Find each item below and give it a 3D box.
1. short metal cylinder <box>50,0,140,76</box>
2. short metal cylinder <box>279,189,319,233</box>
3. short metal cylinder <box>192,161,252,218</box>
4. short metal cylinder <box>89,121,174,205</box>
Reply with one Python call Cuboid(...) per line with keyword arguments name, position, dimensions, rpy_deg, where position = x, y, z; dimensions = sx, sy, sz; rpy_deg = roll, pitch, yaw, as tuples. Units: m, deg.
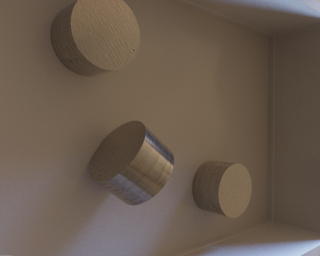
Cuboid(name="short metal cylinder", position=(-0.069, -0.099, 0.334), dimensions=(0.081, 0.050, 0.079), rpy_deg=(0, 90, -40))
Cuboid(name="short metal cylinder", position=(0.291, 0.171, 0.641), dimensions=(0.081, 0.050, 0.079), rpy_deg=(0, 90, -40))
Cuboid(name="short metal cylinder", position=(0.096, 0.092, 0.474), dimensions=(0.081, 0.050, 0.079), rpy_deg=(0, 90, -40))
Cuboid(name="short metal cylinder", position=(-0.032, 0.038, 0.346), dimensions=(0.050, 0.080, 0.080), rpy_deg=(46, 63, -31))
